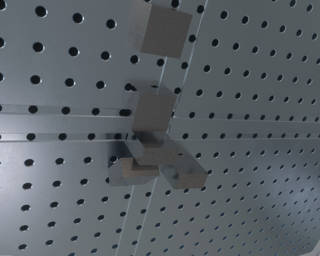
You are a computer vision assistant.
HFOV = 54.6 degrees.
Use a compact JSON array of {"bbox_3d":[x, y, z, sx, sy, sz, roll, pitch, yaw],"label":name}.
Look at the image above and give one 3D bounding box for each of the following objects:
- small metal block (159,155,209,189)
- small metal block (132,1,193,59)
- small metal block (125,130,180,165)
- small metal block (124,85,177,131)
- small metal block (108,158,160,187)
[{"bbox_3d":[0.034,0.063,0.451,0.050,0.050,0.025,4,116,-30],"label":"small metal block"},{"bbox_3d":[0.002,-0.108,0.345,0.050,0.025,0.050,2,117,-30],"label":"small metal block"},{"bbox_3d":[-0.011,0.024,0.403,0.050,0.050,0.025,3,117,-30],"label":"small metal block"},{"bbox_3d":[-0.012,-0.024,0.389,0.050,0.025,0.050,1,118,-29],"label":"small metal block"},{"bbox_3d":[-0.035,0.058,0.410,0.050,0.025,0.050,2,157,-29],"label":"small metal block"}]
